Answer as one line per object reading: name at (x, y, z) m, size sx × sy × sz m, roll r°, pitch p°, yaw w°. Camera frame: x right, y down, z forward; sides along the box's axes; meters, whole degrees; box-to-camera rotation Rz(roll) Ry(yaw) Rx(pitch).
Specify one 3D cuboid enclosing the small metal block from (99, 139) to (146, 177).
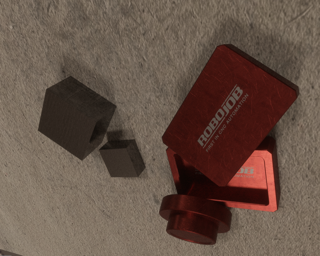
small metal block at (-0.056, 0.046, 0.463) m, size 0.050 × 0.025 × 0.050 m, roll -6°, pitch 116°, yaw 30°

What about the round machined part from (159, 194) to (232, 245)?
round machined part at (0.046, 0.129, 0.424) m, size 0.098 × 0.042 × 0.098 m, roll 12°, pitch 151°, yaw 7°

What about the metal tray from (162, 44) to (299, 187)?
metal tray at (0.070, -0.012, 0.333) m, size 0.090 × 0.030 × 0.129 m, roll 38°, pitch 118°, yaw 14°

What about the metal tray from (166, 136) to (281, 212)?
metal tray at (0.080, 0.056, 0.395) m, size 0.130 × 0.030 × 0.089 m, roll -1°, pitch 118°, yaw 28°

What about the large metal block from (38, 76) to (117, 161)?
large metal block at (-0.120, -0.014, 0.443) m, size 0.080 × 0.050 × 0.079 m, roll 33°, pitch 129°, yaw 6°
